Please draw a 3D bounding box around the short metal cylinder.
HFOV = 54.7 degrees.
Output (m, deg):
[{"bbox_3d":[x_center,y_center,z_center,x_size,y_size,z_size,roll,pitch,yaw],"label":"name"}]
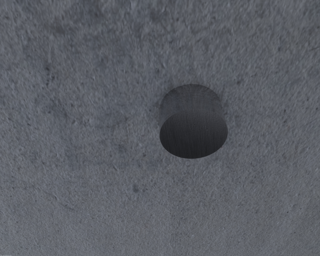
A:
[{"bbox_3d":[0.040,-0.007,0.385,0.081,0.050,0.079,0,130,0],"label":"short metal cylinder"}]
